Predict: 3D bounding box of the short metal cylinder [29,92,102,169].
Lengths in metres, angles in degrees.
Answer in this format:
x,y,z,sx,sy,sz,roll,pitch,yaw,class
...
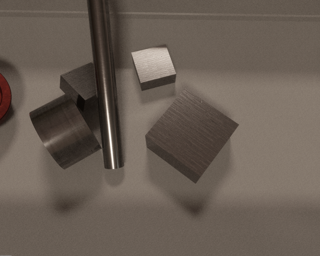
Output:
x,y,z,sx,sy,sz,roll,pitch,yaw,class
-0.113,0.003,0.378,0.050,0.080,0.080,-30,73,-10,short metal cylinder

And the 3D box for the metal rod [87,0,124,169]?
x,y,z,sx,sy,sz,roll,pitch,yaw,class
-0.070,-0.098,0.375,0.025,0.025,0.298,-5,97,-2,metal rod

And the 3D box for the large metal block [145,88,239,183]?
x,y,z,sx,sy,sz,roll,pitch,yaw,class
0.039,0.011,0.393,0.080,0.050,0.080,36,74,12,large metal block

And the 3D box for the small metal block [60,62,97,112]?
x,y,z,sx,sy,sz,roll,pitch,yaw,class
-0.099,-0.056,0.420,0.050,0.025,0.050,44,52,14,small metal block

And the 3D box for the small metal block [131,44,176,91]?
x,y,z,sx,sy,sz,roll,pitch,yaw,class
-0.009,-0.086,0.441,0.050,0.025,0.050,-15,71,-6,small metal block

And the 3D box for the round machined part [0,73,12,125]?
x,y,z,sx,sy,sz,roll,pitch,yaw,class
-0.246,-0.034,0.398,0.099,0.042,0.098,10,67,-24,round machined part
